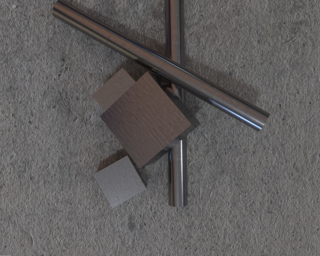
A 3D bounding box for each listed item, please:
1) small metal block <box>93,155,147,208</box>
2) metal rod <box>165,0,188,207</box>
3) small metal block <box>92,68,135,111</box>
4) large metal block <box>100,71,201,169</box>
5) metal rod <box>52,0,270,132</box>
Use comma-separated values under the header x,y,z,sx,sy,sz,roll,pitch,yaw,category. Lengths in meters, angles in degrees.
x,y,z,sx,sy,sz,roll,pitch,yaw,category
-0.052,0.069,0.409,0.050,0.025,0.050,-29,90,-1,small metal block
0.021,-0.048,0.410,0.025,0.025,0.298,-1,90,-1,metal rod
-0.055,-0.046,0.397,0.050,0.050,0.025,-43,89,0,small metal block
-0.011,-0.010,0.380,0.080,0.050,0.080,-42,79,15,large metal block
-0.005,-0.082,0.388,0.301,0.025,0.025,31,90,8,metal rod
